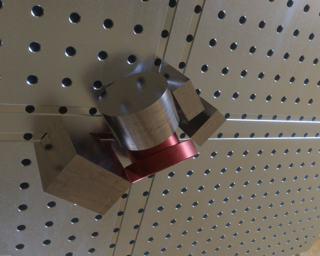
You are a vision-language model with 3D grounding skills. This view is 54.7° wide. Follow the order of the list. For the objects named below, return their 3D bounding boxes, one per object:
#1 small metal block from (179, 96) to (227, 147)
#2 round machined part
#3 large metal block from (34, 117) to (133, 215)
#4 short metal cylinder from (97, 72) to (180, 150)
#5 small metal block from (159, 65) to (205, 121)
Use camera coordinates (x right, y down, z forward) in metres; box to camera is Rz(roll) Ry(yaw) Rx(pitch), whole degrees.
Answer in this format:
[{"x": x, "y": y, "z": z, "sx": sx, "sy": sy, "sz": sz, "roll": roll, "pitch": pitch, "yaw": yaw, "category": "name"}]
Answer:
[{"x": 0.052, "y": -0.011, "z": 0.419, "sx": 0.050, "sy": 0.050, "sz": 0.025, "roll": -47, "pitch": 130, "yaw": 4, "category": "small metal block"}, {"x": -0.004, "y": 0.034, "z": 0.398, "sx": 0.098, "sy": 0.042, "sz": 0.098, "roll": -24, "pitch": 173, "yaw": -3, "category": "round machined part"}, {"x": -0.089, "y": 0.043, "z": 0.355, "sx": 0.050, "sy": 0.080, "sz": 0.080, "roll": -48, "pitch": 129, "yaw": 5, "category": "large metal block"}, {"x": -0.023, "y": -0.021, "z": 0.352, "sx": 0.080, "sy": 0.080, "sz": 0.050, "roll": -29, "pitch": 129, "yaw": -10, "category": "short metal cylinder"}, {"x": 0.024, "y": -0.043, "z": 0.383, "sx": 0.025, "sy": 0.050, "sz": 0.050, "roll": -37, "pitch": 130, "yaw": -4, "category": "small metal block"}]
